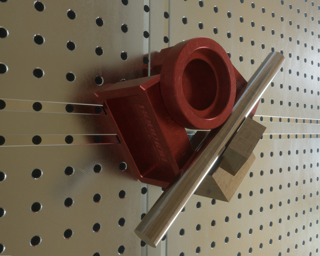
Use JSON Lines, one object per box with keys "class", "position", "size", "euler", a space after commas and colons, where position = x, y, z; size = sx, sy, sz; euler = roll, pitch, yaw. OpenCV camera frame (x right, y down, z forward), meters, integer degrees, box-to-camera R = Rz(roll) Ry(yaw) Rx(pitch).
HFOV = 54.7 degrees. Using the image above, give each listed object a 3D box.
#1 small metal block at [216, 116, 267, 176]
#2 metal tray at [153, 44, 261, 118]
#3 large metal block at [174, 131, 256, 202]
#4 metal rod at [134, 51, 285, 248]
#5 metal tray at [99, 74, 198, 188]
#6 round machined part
{"class": "small metal block", "position": [0.096, 0.023, 0.369], "size": [0.025, 0.050, 0.050], "euler": [33, 61, 13]}
{"class": "metal tray", "position": [0.065, -0.061, 0.422], "size": [0.130, 0.090, 0.030], "euler": [38, 68, -34]}
{"class": "large metal block", "position": [0.072, 0.049, 0.432], "size": [0.080, 0.080, 0.050], "euler": [-49, 120, -29]}
{"class": "metal rod", "position": [0.074, 0.003, 0.355], "size": [0.301, 0.025, 0.025], "euler": [-48, 119, -29]}
{"class": "metal tray", "position": [-0.011, 0.008, 0.359], "size": [0.030, 0.090, 0.129], "euler": [-36, 113, -34]}
{"class": "round machined part", "position": [0.037, -0.047, 0.341], "size": [0.099, 0.042, 0.097], "euler": [0, 90, -40]}
